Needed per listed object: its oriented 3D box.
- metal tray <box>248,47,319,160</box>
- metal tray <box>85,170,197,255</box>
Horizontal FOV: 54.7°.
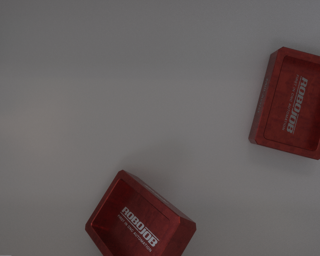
[{"bbox_3d":[0.180,-0.032,0.409,0.090,0.030,0.129,15,90,0],"label":"metal tray"},{"bbox_3d":[-0.029,0.115,0.360,0.030,0.130,0.090,35,85,-39],"label":"metal tray"}]
